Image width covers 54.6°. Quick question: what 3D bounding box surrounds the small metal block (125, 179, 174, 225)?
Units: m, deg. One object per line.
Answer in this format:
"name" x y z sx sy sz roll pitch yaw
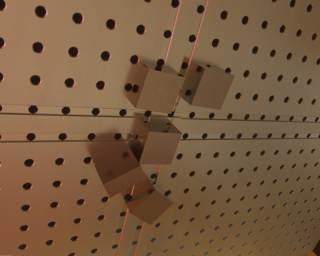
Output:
"small metal block" -0.016 0.114 0.472 0.050 0.025 0.050 -43 129 2

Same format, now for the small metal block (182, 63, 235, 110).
"small metal block" 0.064 -0.054 0.412 0.050 0.025 0.050 6 116 -31

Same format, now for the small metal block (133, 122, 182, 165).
"small metal block" -0.004 0.022 0.422 0.050 0.025 0.050 5 116 -31

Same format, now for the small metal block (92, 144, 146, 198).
"small metal block" -0.053 0.054 0.399 0.050 0.050 0.025 -26 128 -12

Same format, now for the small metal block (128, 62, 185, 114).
"small metal block" -0.004 -0.048 0.379 0.050 0.025 0.050 8 115 -32
